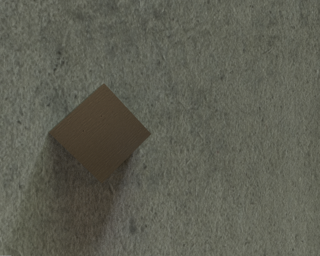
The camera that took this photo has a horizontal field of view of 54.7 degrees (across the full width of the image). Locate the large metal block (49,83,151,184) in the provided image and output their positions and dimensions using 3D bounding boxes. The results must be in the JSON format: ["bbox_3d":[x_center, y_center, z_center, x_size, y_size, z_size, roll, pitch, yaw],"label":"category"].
[{"bbox_3d":[-0.072,0.006,0.370,0.080,0.050,0.080,-46,105,-15],"label":"large metal block"}]
